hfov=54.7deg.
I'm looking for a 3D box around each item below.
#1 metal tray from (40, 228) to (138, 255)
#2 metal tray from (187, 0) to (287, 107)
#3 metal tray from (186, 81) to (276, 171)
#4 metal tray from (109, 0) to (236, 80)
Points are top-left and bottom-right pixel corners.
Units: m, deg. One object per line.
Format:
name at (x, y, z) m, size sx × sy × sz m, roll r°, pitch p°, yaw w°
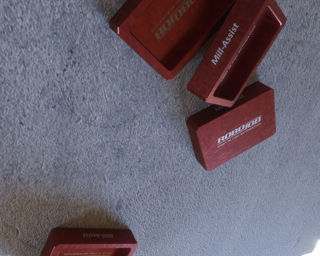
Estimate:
metal tray at (-0.109, 0.195, 0.464) m, size 0.131 × 0.030 × 0.089 m, roll 15°, pitch 111°, yaw -34°
metal tray at (0.095, -0.090, 0.374) m, size 0.091 × 0.030 × 0.129 m, roll 2°, pitch 122°, yaw -58°
metal tray at (0.110, -0.002, 0.462) m, size 0.131 × 0.030 × 0.090 m, roll -28°, pitch 128°, yaw -11°
metal tray at (0.021, -0.128, 0.335) m, size 0.130 × 0.030 × 0.090 m, roll -48°, pitch 129°, yaw 5°
